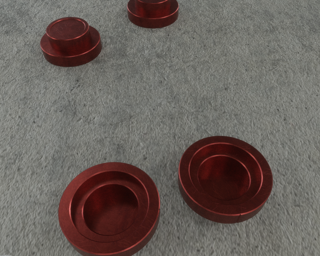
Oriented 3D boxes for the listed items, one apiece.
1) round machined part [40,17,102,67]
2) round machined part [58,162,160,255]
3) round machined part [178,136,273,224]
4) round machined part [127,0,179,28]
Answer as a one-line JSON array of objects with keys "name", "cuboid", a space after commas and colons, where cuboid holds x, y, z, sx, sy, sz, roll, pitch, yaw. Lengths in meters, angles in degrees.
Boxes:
[{"name": "round machined part", "cuboid": [-0.149, -0.149, 0.516, 0.099, 0.042, 0.098, 0, 50, 0]}, {"name": "round machined part", "cuboid": [-0.049, 0.087, 0.319, 0.099, 0.042, 0.098, 0, 50, 0]}, {"name": "round machined part", "cuboid": [0.069, 0.059, 0.343, 0.099, 0.042, 0.098, 0, 50, 0]}, {"name": "round machined part", "cuboid": [-0.014, -0.235, 0.589, 0.099, 0.042, 0.098, 0, 50, 0]}]
